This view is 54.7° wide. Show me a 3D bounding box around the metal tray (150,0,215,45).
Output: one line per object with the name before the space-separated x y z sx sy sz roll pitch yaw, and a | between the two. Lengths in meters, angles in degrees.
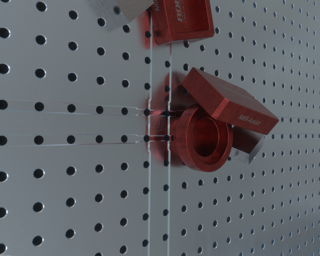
metal tray | 0.026 -0.186 0.426 0.091 0.030 0.129 -18 102 -38

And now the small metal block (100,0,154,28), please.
small metal block | -0.042 -0.158 0.373 0.050 0.025 0.050 -50 119 -28

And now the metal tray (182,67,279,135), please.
metal tray | 0.104 -0.038 0.454 0.131 0.090 0.030 13 119 -39

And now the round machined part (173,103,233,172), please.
round machined part | 0.058 0.013 0.447 0.099 0.042 0.097 0 90 -40

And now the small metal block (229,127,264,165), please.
small metal block | 0.133 0.025 0.500 0.050 0.050 0.025 -43 141 -31
